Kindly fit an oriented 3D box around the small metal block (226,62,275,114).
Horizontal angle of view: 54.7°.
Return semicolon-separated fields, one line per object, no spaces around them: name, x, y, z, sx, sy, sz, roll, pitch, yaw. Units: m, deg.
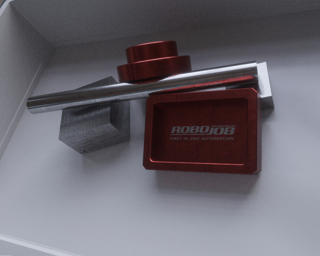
small metal block;0.108;-0.047;0.375;0.050;0.025;0.050;-11;57;22

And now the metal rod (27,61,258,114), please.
metal rod;-0.034;-0.048;0.392;0.301;0.025;0.025;-6;59;16

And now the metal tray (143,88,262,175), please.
metal tray;0.046;0.005;0.354;0.130;0.030;0.090;-1;80;26

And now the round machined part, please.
round machined part;-0.009;-0.089;0.412;0.098;0.098;0.042;-4;100;26

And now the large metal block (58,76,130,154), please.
large metal block;-0.092;-0.017;0.443;0.080;0.050;0.080;-16;55;18
